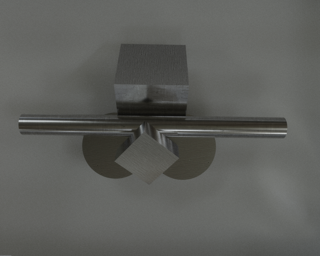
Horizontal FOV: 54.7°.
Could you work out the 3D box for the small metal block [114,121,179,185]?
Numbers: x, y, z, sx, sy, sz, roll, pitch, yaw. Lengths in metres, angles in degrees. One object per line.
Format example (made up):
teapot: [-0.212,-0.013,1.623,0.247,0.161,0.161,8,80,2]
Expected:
small metal block: [-0.014,0.029,0.349,0.050,0.025,0.050,38,112,-19]

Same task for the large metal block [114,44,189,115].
large metal block: [-0.009,-0.058,0.377,0.081,0.050,0.080,1,47,0]

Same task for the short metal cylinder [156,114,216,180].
short metal cylinder: [0.027,0.023,0.398,0.081,0.050,0.079,0,90,-1]

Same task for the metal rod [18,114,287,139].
metal rod: [-0.007,-0.002,0.360,0.302,0.025,0.025,1,90,-1]

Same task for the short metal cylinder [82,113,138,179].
short metal cylinder: [-0.053,0.021,0.397,0.081,0.050,0.079,0,90,-1]
